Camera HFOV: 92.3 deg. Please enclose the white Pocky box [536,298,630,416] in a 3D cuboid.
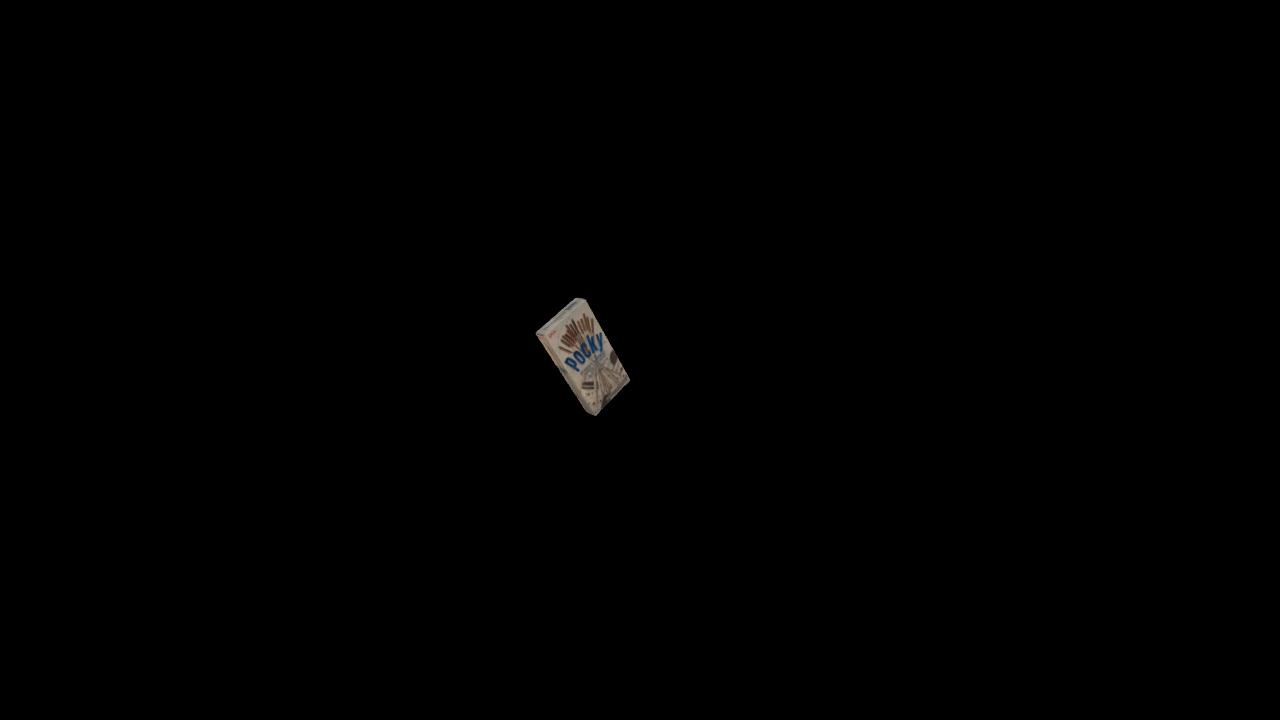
[{"bbox_3d":[-0.077,-0.003,0.875,0.028,0.154,0.084,13,50,48],"label":"white Pocky box"}]
